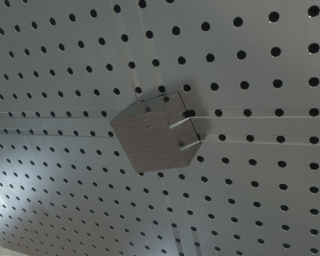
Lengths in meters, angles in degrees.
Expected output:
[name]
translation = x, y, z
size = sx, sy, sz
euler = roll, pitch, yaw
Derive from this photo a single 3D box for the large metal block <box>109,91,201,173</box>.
[large metal block]
translation = -0.005, 0.008, 0.402
size = 0.080, 0.050, 0.080
euler = -13, 112, 33
